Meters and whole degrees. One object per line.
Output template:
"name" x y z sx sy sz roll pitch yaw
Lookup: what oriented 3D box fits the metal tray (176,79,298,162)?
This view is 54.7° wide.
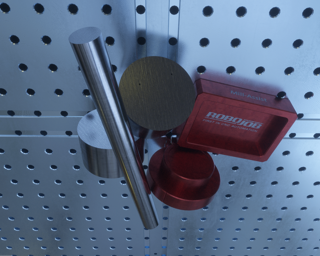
"metal tray" 0.096 -0.006 0.403 0.131 0.030 0.089 11 129 -10

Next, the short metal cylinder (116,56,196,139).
"short metal cylinder" -0.008 -0.031 0.339 0.081 0.080 0.050 13 165 -11

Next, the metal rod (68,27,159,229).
"metal rod" -0.035 0.032 0.340 0.025 0.025 0.299 -7 136 5

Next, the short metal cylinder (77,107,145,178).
"short metal cylinder" -0.059 0.016 0.389 0.081 0.080 0.050 2 130 -2

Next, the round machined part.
"round machined part" 0.034 0.056 0.412 0.099 0.098 0.042 9 129 -8
